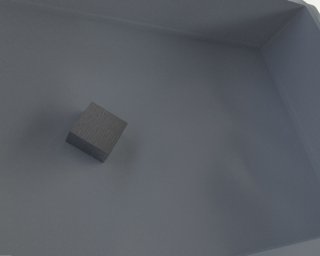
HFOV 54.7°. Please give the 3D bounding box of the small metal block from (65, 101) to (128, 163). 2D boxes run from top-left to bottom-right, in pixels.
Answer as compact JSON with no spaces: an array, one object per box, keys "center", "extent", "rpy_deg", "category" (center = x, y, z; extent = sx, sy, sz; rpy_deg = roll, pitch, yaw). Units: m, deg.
[{"center":[-0.074,0.005,0.364],"extent":[0.050,0.025,0.050],"rpy_deg":[32,51,-8],"category":"small metal block"}]
